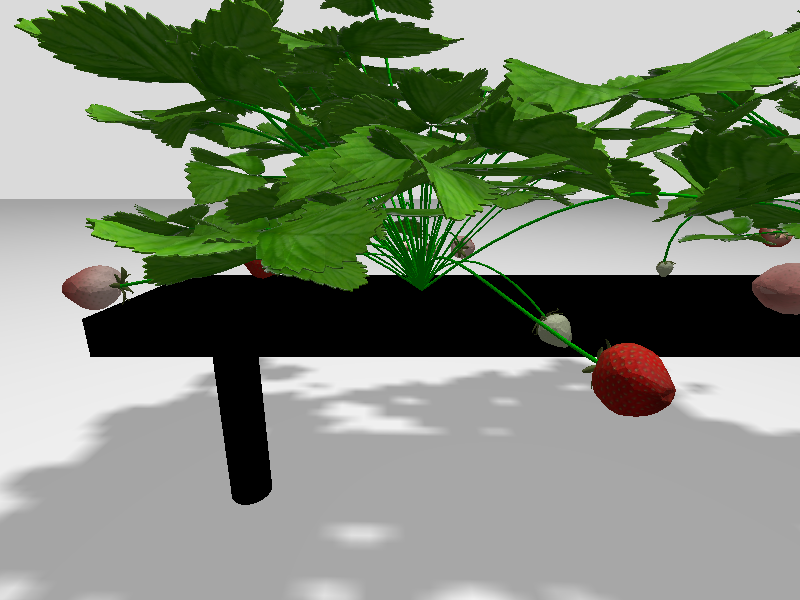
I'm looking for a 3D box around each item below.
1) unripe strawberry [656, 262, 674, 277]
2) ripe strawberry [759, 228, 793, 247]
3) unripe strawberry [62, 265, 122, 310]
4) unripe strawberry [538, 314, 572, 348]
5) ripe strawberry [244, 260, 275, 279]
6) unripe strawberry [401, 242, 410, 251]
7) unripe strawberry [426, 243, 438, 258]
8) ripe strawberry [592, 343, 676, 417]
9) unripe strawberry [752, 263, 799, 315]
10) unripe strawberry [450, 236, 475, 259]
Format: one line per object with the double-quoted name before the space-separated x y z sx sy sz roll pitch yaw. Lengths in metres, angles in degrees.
"unripe strawberry" 0.258 -0.030 0.390 0.015 0.015 0.014 2 16 8
"ripe strawberry" 0.574 -0.100 0.614 0.040 0.042 0.043 6 -7 20
"unripe strawberry" -0.231 -0.009 0.302 0.037 0.032 0.037 -4 16 -12
"unripe strawberry" 0.092 0.019 0.234 0.018 0.019 0.020 -9 48 -28
"ripe strawberry" -0.138 -0.039 0.404 0.039 0.033 0.039 4 16 17
"unripe strawberry" 0.006 -0.071 0.552 0.018 0.019 0.018 -1 16 -4
"unripe strawberry" 0.040 -0.064 0.515 0.019 0.022 0.021 2 2 7
"ripe strawberry" 0.096 0.034 0.164 0.028 0.030 0.030 -6 18 -20
"unripe strawberry" 0.277 -0.008 0.287 0.038 0.038 0.042 -7 17 -20
"unripe strawberry" 0.081 -0.068 0.515 0.032 0.029 0.029 6 16 20
